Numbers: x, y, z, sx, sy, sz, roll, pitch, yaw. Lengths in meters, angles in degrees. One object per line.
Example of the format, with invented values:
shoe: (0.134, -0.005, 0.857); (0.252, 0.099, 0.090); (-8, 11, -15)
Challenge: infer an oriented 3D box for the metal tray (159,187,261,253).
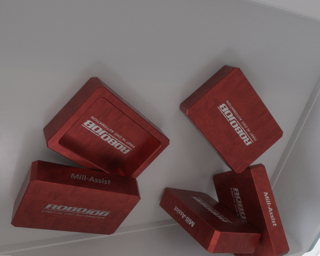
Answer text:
metal tray: (0.070, 0.133, 0.458); (0.091, 0.130, 0.030); (15, 97, -34)

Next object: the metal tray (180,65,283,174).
metal tray: (0.101, -0.010, 0.431); (0.090, 0.030, 0.130); (-42, 113, 0)

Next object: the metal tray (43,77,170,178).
metal tray: (-0.060, 0.011, 0.379); (0.090, 0.030, 0.130); (-46, 129, 4)

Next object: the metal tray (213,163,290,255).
metal tray: (0.134, 0.127, 0.474); (0.030, 0.090, 0.129); (-6, 76, -31)

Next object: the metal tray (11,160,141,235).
metal tray: (-0.102, 0.090, 0.381); (0.131, 0.030, 0.089); (16, 126, -28)
